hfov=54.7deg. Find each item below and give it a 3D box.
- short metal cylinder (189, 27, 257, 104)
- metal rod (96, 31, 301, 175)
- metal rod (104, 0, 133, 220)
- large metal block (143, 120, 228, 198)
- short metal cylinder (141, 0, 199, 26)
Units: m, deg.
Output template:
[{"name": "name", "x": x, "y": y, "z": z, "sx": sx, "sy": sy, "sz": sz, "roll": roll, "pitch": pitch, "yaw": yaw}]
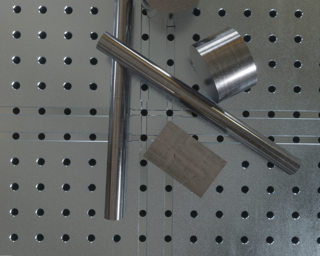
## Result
[{"name": "short metal cylinder", "x": 0.077, "y": -0.077, "z": 0.386, "sx": 0.050, "sy": 0.080, "sz": 0.080, "roll": -26, "pitch": 90, "yaw": 0}, {"name": "metal rod", "x": 0.054, "y": -0.028, "z": 0.399, "sx": 0.301, "sy": 0.025, "sz": 0.025, "roll": 33, "pitch": 90, "yaw": -6}, {"name": "metal rod", "x": -0.055, "y": -0.030, "z": 0.412, "sx": 0.025, "sy": 0.025, "sz": 0.298, "roll": 3, "pitch": 90, "yaw": 0}, {"name": "large metal block", "x": 0.028, "y": 0.035, "z": 0.386, "sx": 0.080, "sy": 0.080, "sz": 0.050, "roll": 36, "pitch": 90, "yaw": 0}, {"name": "short metal cylinder", "x": 0.014, "y": -0.180, "z": 0.401, "sx": 0.081, "sy": 0.050, "sz": 0.079, "roll": 0, "pitch": 90, "yaw": 0}]
